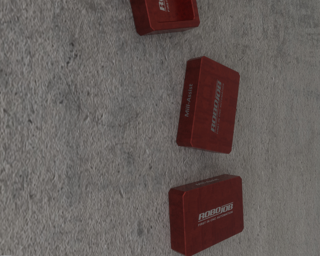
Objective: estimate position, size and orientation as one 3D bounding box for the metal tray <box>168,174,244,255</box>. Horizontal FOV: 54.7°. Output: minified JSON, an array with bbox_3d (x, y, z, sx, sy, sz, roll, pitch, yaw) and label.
[{"bbox_3d":[0.073,0.125,0.462,0.131,0.030,0.089,-5,94,-40],"label":"metal tray"}]

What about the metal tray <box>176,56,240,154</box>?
[{"bbox_3d":[0.075,-0.031,0.463,0.091,0.030,0.129,13,82,-39],"label":"metal tray"}]

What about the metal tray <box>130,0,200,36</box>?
[{"bbox_3d":[0.001,-0.191,0.400,0.091,0.030,0.129,-20,103,-38],"label":"metal tray"}]
